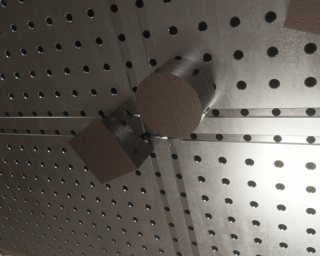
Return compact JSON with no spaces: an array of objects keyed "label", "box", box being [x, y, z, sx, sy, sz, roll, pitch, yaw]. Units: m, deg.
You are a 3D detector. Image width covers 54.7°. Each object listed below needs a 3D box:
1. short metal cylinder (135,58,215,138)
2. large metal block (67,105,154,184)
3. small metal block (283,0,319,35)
[{"label":"short metal cylinder","box":[0.019,-0.035,0.362,0.080,0.050,0.079,13,124,20]},{"label":"large metal block","box":[-0.070,0.025,0.446,0.080,0.050,0.080,-27,104,37]},{"label":"small metal block","box":[0.142,-0.110,0.269,0.050,0.025,0.050,18,126,17]}]
